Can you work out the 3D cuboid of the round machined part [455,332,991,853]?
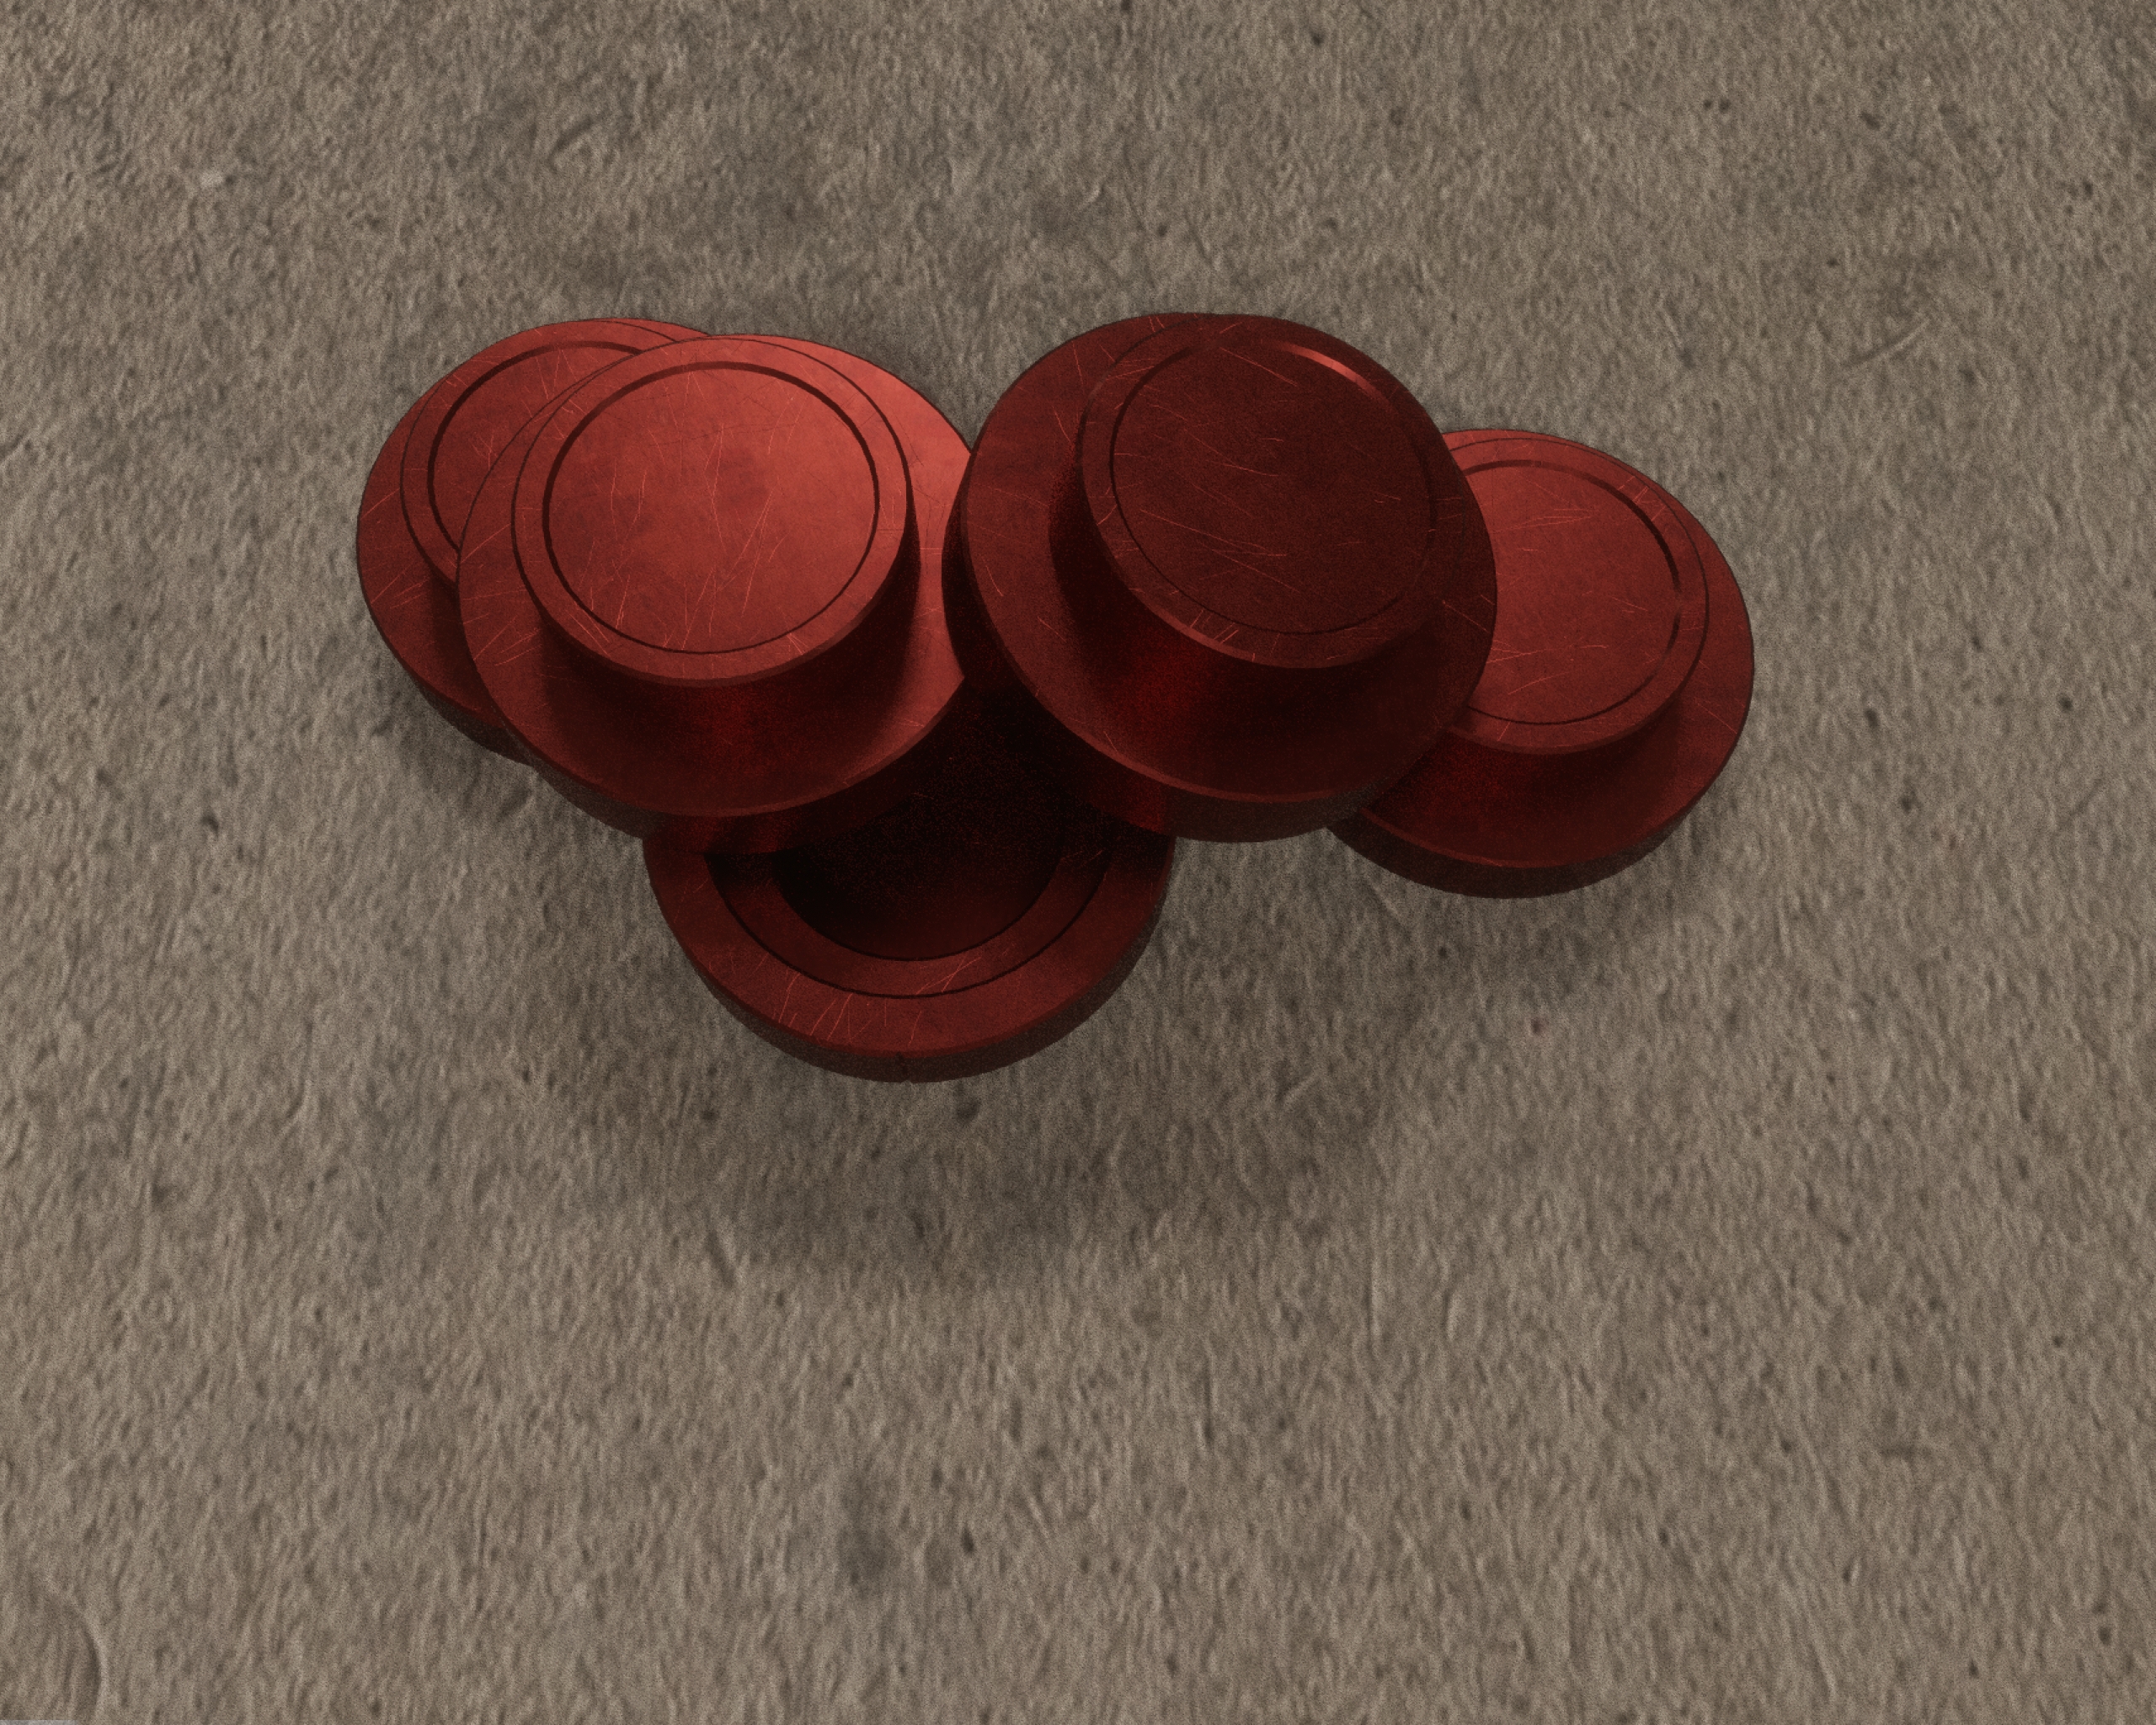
[{"bbox_3d":[-0.062,-0.054,0.374,0.099,0.042,0.098,0,70,-1],"label":"round machined part"}]

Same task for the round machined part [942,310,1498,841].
[{"bbox_3d":[0.028,-0.056,0.366,0.099,0.042,0.098,5,68,-13],"label":"round machined part"}]

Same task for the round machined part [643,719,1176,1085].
[{"bbox_3d":[-0.031,-0.005,0.401,0.099,0.042,0.098,0,70,-1],"label":"round machined part"}]

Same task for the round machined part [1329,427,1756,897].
[{"bbox_3d":[0.087,-0.045,0.417,0.099,0.042,0.098,0,70,-1],"label":"round machined part"}]

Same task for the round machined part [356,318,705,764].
[{"bbox_3d":[-0.098,-0.070,0.424,0.099,0.042,0.098,0,70,-1],"label":"round machined part"}]
